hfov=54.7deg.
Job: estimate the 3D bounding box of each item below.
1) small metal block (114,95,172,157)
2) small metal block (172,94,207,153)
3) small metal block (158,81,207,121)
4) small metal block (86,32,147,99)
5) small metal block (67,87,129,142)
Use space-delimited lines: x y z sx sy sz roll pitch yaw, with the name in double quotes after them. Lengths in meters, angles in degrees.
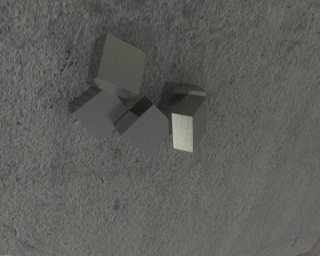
-0.016 -0.002 0.366 0.050 0.025 0.050 -44 130 2 "small metal block"
0.037 -0.007 0.377 0.050 0.025 0.050 -51 145 -48 "small metal block"
0.027 -0.031 0.406 0.050 0.025 0.050 2 118 -30 "small metal block"
-0.046 -0.064 0.330 0.050 0.025 0.050 20 71 -36 "small metal block"
-0.069 -0.021 0.358 0.050 0.025 0.050 -38 130 -3 "small metal block"
